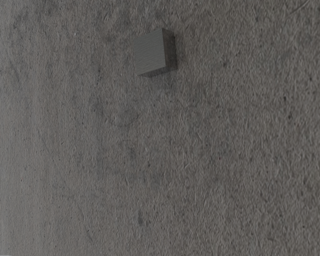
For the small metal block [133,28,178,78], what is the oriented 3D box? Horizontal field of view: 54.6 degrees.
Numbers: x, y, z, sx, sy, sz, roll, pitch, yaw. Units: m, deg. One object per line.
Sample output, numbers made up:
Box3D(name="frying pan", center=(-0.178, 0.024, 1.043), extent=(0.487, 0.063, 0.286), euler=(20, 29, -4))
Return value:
Box3D(name="small metal block", center=(-0.006, -0.098, 0.411), extent=(0.050, 0.025, 0.050), euler=(-9, 84, 39))
